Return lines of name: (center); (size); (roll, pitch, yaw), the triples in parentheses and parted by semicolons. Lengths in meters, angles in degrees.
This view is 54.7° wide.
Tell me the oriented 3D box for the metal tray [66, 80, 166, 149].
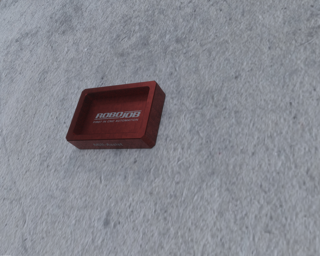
metal tray: (-0.063, -0.017, 0.442); (0.130, 0.030, 0.090); (-3, 60, 26)
